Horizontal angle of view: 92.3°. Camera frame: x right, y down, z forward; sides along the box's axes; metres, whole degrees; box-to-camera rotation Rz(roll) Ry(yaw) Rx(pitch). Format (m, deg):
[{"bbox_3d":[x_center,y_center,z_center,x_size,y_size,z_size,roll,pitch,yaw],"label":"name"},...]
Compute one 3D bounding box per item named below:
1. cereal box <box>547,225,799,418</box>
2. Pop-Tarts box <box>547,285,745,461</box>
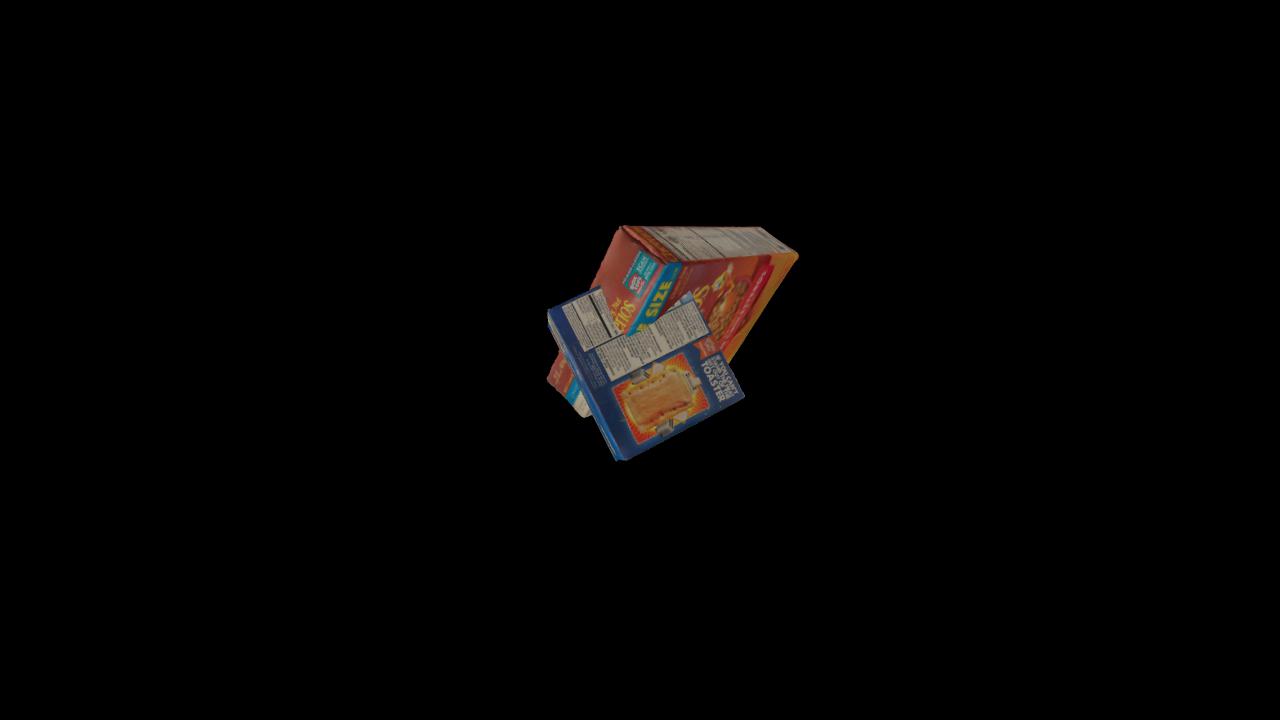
[{"bbox_3d":[0.050,-0.056,0.734,0.081,0.203,0.306,43,32,22],"label":"cereal box"},{"bbox_3d":[0.002,0.000,0.642,0.141,0.167,0.083,-27,-2,-11],"label":"Pop-Tarts box"}]
